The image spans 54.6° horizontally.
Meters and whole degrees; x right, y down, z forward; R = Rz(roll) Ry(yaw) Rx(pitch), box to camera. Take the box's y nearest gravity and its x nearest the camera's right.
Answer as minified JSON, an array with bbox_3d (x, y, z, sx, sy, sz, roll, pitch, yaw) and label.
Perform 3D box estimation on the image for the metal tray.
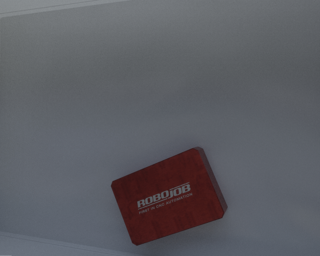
[{"bbox_3d":[0.010,0.089,0.405,0.130,0.030,0.090,-24,82,18],"label":"metal tray"}]
